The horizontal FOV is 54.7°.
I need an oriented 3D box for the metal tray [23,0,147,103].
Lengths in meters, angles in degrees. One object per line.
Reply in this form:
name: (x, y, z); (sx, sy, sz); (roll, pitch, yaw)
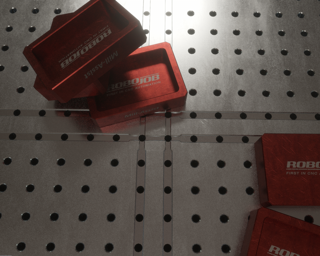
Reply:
metal tray: (-0.093, -0.102, 0.381); (0.130, 0.030, 0.090); (-39, 59, -5)

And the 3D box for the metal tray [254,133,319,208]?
metal tray: (0.193, 0.054, 0.392); (0.131, 0.030, 0.090); (1, 70, 0)

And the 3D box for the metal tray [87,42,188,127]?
metal tray: (-0.037, -0.062, 0.431); (0.131, 0.030, 0.090); (-15, 71, -6)

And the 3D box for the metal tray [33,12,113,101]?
metal tray: (-0.112, -0.103, 0.424); (0.090, 0.030, 0.130); (-4, 62, 15)

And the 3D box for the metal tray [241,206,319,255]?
metal tray: (0.162, 0.155, 0.354); (0.131, 0.030, 0.090); (18, 71, 6)
